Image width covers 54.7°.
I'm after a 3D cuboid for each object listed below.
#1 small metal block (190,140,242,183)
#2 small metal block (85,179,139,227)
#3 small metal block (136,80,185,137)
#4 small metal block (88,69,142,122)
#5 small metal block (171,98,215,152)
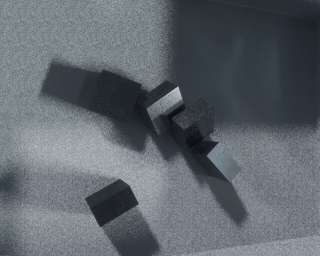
[{"bbox_3d":[0.075,0.044,0.425,0.025,0.050,0.050,-45,104,-14],"label":"small metal block"},{"bbox_3d":[-0.059,0.089,0.375,0.050,0.050,0.025,-28,100,-18],"label":"small metal block"},{"bbox_3d":[0.004,-0.025,0.400,0.050,0.025,0.050,-37,132,-16],"label":"small metal block"},{"bbox_3d":[-0.057,-0.039,0.388,0.050,0.025,0.050,20,83,-17],"label":"small metal block"},{"bbox_3d":[0.045,-0.004,0.412,0.050,0.050,0.025,-34,56,-17],"label":"small metal block"}]
